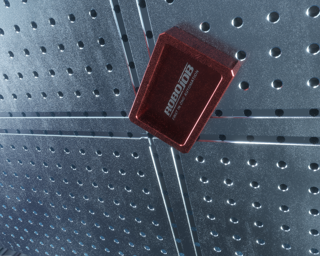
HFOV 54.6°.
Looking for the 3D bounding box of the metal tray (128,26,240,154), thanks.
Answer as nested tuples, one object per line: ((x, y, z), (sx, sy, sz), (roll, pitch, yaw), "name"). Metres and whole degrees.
((0.023, -0.041, 0.370), (0.090, 0.030, 0.129), (31, 129, 7), "metal tray")
